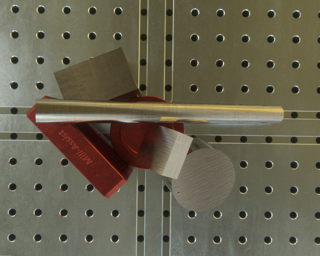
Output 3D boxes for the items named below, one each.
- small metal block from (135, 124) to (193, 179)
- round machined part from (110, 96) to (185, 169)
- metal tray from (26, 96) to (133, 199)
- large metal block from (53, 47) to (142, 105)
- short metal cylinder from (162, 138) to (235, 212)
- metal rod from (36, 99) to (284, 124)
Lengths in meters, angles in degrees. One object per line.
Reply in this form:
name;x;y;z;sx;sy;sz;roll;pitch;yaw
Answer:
small metal block;0.004;0.025;0.357;0.025;0.050;0.050;23;87;-43
round machined part;-0.017;0.006;0.407;0.099;0.042;0.097;0;90;-1
metal tray;-0.092;0.021;0.379;0.030;0.090;0.130;-44;91;0
large metal block;-0.072;-0.053;0.383;0.080;0.080;0.050;-21;90;0
short metal cylinder;0.046;0.057;0.389;0.081;0.050;0.079;-4;103;-15
metal rod;0.016;-0.018;0.366;0.303;0.025;0.025;0;90;-20
